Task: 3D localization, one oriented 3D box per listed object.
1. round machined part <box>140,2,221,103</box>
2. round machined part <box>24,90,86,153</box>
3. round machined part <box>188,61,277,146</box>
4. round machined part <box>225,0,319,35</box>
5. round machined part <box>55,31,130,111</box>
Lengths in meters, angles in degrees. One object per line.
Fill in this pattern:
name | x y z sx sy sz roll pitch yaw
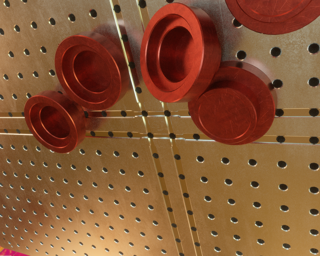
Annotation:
round machined part | 0.024 -0.075 0.322 0.098 0.042 0.097 7 99 51
round machined part | -0.154 -0.013 0.474 0.098 0.042 0.097 13 124 21
round machined part | 0.077 -0.021 0.347 0.098 0.042 0.097 13 124 21
round machined part | 0.101 -0.129 0.267 0.098 0.042 0.097 13 124 21
round machined part | -0.082 -0.075 0.398 0.098 0.042 0.097 13 124 21
